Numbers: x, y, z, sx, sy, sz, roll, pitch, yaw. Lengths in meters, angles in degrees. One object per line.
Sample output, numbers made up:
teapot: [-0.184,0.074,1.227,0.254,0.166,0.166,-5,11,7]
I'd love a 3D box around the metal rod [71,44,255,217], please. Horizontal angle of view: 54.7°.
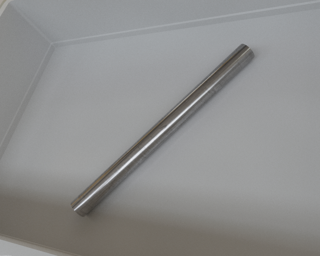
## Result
metal rod: [0.005,0.001,0.400,0.300,0.025,0.025,-43,51,-2]
